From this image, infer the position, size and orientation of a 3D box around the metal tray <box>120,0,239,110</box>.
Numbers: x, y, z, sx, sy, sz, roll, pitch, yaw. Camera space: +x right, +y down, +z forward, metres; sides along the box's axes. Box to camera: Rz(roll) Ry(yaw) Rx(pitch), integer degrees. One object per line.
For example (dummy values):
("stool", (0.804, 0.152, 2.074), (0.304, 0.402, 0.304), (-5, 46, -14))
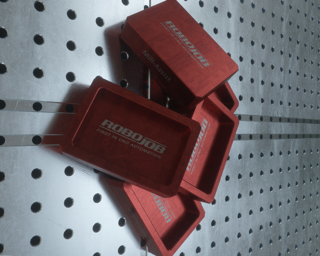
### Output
("metal tray", (0.026, -0.096, 0.390), (0.130, 0.030, 0.091), (49, 56, 5))

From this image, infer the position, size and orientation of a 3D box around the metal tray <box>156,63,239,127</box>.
("metal tray", (0.060, -0.054, 0.458), (0.090, 0.030, 0.130), (-51, 120, -28))

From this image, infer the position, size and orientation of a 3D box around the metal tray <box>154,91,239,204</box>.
("metal tray", (0.053, 0.024, 0.413), (0.090, 0.030, 0.130), (36, 68, -35))

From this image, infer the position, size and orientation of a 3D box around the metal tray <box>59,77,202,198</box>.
("metal tray", (-0.030, 0.012, 0.342), (0.131, 0.030, 0.090), (24, 72, -6))

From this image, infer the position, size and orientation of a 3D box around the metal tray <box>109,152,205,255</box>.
("metal tray", (0.002, 0.095, 0.409), (0.091, 0.030, 0.129), (-40, 115, -33))
